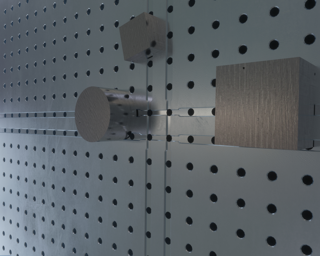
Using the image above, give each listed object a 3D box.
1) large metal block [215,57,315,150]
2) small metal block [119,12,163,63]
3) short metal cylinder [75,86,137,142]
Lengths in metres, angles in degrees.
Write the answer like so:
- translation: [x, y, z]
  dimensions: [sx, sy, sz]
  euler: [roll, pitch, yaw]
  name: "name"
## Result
- translation: [0.103, -0.022, 0.308]
  dimensions: [0.080, 0.050, 0.079]
  euler: [2, 91, 40]
  name: "large metal block"
- translation: [-0.027, -0.125, 0.432]
  dimensions: [0.050, 0.025, 0.050]
  euler: [-16, 80, 39]
  name: "small metal block"
- translation: [-0.081, -0.020, 0.460]
  dimensions: [0.080, 0.050, 0.079]
  euler: [0, 90, 40]
  name: "short metal cylinder"
